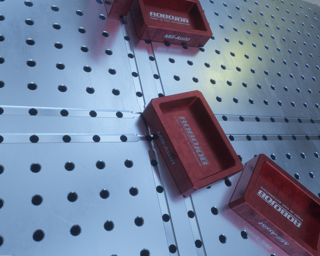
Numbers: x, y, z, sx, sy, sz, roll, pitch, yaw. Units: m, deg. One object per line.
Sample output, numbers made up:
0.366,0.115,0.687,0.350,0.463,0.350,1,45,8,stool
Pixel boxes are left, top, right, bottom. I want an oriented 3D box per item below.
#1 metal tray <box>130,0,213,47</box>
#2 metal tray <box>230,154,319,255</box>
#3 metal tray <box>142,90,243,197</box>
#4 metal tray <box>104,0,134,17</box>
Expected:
0.018,-0.188,0.528,0.131,0.030,0.090,-1,62,-29,metal tray
0.168,0.108,0.428,0.130,0.030,0.090,39,51,-2,metal tray
0.044,0.015,0.418,0.091,0.030,0.130,-15,69,-34,metal tray
-0.054,-0.246,0.461,0.030,0.129,0.090,-4,64,-30,metal tray
